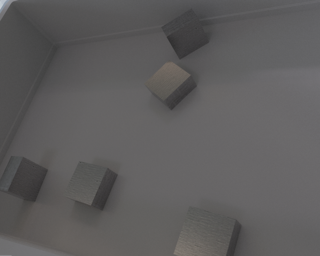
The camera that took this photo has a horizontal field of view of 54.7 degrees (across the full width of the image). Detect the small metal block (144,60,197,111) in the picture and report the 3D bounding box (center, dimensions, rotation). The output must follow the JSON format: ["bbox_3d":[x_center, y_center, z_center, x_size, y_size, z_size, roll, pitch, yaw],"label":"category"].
[{"bbox_3d":[0.014,-0.061,0.436,0.050,0.025,0.050,-44,51,-2],"label":"small metal block"}]

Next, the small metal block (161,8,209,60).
[{"bbox_3d":[0.037,-0.136,0.454,0.050,0.050,0.025,-29,52,10],"label":"small metal block"}]

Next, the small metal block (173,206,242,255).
[{"bbox_3d":[0.048,0.112,0.312,0.050,0.025,0.050,9,66,32],"label":"small metal block"}]

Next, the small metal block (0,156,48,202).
[{"bbox_3d":[-0.198,0.074,0.449,0.025,0.050,0.050,0,62,28],"label":"small metal block"}]

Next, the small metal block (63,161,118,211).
[{"bbox_3d":[-0.091,0.075,0.408,0.050,0.025,0.050,8,65,31],"label":"small metal block"}]
